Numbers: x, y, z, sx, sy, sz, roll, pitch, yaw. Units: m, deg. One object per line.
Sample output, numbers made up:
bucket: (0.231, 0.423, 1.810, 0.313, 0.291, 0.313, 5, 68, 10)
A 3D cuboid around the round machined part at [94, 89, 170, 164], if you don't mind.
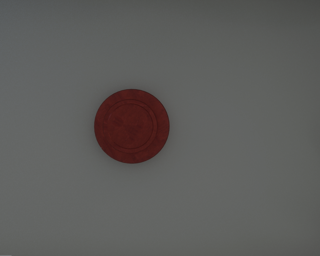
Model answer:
round machined part: (-0.037, -0.002, 0.403, 0.099, 0.042, 0.097, 0, 90, 0)
